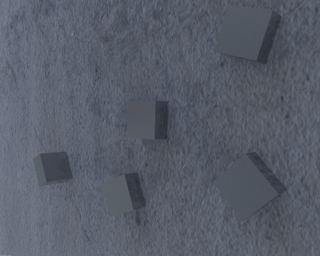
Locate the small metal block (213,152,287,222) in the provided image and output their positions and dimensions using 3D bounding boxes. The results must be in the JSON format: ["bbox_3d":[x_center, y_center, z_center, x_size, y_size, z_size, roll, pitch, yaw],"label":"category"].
[{"bbox_3d":[0.094,0.061,0.327,0.050,0.025,0.050,-49,61,28],"label":"small metal block"}]

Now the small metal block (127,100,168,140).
[{"bbox_3d":[-0.017,-0.011,0.417,0.050,0.025,0.050,2,92,39],"label":"small metal block"}]

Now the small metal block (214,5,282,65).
[{"bbox_3d":[0.092,-0.099,0.328,0.050,0.025,0.050,25,105,37],"label":"small metal block"}]

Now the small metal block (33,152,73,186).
[{"bbox_3d":[-0.186,0.070,0.539,0.025,0.050,0.050,-29,72,36],"label":"small metal block"}]

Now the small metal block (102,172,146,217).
[{"bbox_3d":[-0.052,0.096,0.446,0.050,0.025,0.050,-26,74,36],"label":"small metal block"}]
